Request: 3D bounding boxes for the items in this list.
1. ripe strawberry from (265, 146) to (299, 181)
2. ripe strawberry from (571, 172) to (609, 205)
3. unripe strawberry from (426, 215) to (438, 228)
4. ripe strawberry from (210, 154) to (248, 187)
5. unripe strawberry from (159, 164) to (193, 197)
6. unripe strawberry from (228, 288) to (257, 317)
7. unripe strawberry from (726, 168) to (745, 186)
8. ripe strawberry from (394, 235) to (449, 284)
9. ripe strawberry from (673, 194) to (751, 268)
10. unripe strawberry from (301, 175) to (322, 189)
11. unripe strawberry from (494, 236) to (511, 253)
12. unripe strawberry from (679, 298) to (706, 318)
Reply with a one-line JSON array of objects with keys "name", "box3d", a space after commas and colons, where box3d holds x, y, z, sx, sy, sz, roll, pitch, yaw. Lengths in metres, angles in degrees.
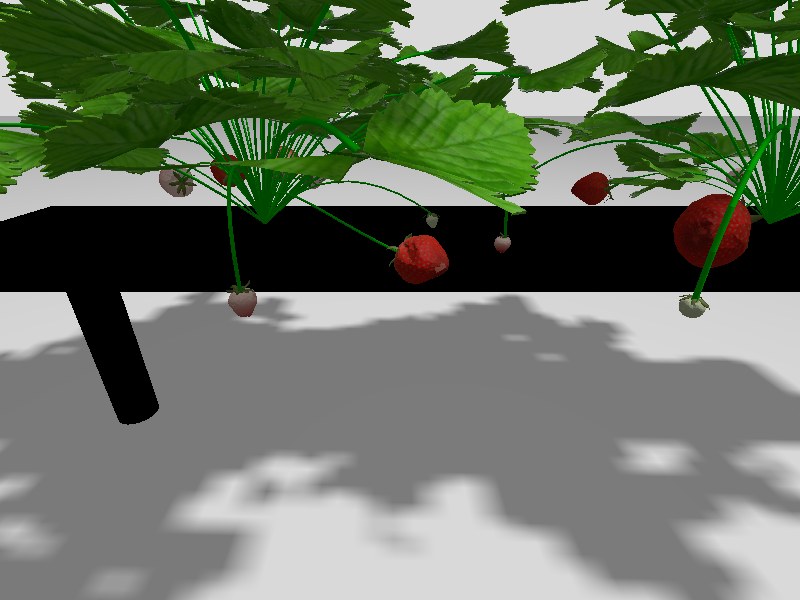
[{"name": "ripe strawberry", "box3d": [-0.159, -0.182, 0.533, 0.052, 0.045, 0.052, -5, 26, -9]}, {"name": "ripe strawberry", "box3d": [0.199, -0.117, 0.421, 0.035, 0.034, 0.032, 12, 29, 29]}, {"name": "unripe strawberry", "box3d": [0.028, -0.068, 0.345, 0.010, 0.012, 0.012, -9, 25, 9]}, {"name": "ripe strawberry", "box3d": [-0.215, -0.163, 0.503, 0.043, 0.039, 0.039, -14, 29, -25]}, {"name": "unripe strawberry", "box3d": [-0.256, -0.136, 0.455, 0.038, 0.037, 0.035, 21, 33, 36]}, {"name": "unripe strawberry", "box3d": [-0.076, 0.002, 0.194, 0.013, 0.014, 0.015, -6, 27, -13]}, {"name": "unripe strawberry", "box3d": [0.436, -0.159, 0.519, 0.021, 0.022, 0.022, 14, 22, 26]}, {"name": "ripe strawberry", "box3d": [0.013, -0.022, 0.231, 0.029, 0.029, 0.032, 24, 35, 39]}, {"name": "ripe strawberry", "box3d": [0.195, -0.043, 0.253, 0.044, 0.046, 0.040, -20, 32, -33]}, {"name": "unripe strawberry", "box3d": [-0.110, -0.154, 0.503, 0.026, 0.028, 0.028, 2, 26, 3]}, {"name": "unripe strawberry", "box3d": [0.072, -0.039, 0.279, 0.011, 0.011, 0.011, 11, 28, 21]}, {"name": "unripe strawberry", "box3d": [0.139, 0.004, 0.191, 0.010, 0.010, 0.011, -23, 34, -38]}]
